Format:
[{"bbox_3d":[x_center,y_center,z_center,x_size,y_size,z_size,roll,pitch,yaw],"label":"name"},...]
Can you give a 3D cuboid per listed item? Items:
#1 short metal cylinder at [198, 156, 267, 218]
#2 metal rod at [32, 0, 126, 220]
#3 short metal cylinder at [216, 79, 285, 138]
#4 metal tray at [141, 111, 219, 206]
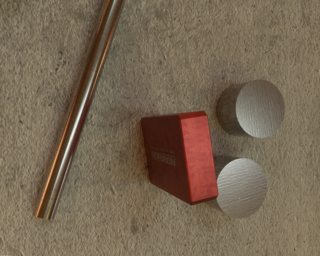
[{"bbox_3d":[0.100,0.080,0.433,0.081,0.050,0.080,0,90,-20],"label":"short metal cylinder"},{"bbox_3d":[-0.092,-0.040,0.374,0.025,0.025,0.299,19,84,-19],"label":"metal rod"},{"bbox_3d":[0.129,-0.026,0.444,0.081,0.050,0.080,0,90,-20],"label":"short metal cylinder"},{"bbox_3d":[0.016,0.029,0.360,0.030,0.130,0.089,-10,94,-20],"label":"metal tray"}]
